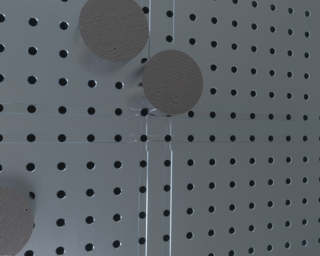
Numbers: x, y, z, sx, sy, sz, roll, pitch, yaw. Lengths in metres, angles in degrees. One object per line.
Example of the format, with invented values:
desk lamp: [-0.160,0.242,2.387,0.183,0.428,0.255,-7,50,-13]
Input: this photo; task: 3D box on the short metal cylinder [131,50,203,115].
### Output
short metal cylinder: [0.008,-0.056,0.402,0.081,0.050,0.079,0,90,-20]

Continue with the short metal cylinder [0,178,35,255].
short metal cylinder: [-0.179,0.098,0.334,0.081,0.050,0.079,0,90,-20]

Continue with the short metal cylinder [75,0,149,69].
short metal cylinder: [-0.060,-0.116,0.377,0.081,0.050,0.079,0,90,-20]
